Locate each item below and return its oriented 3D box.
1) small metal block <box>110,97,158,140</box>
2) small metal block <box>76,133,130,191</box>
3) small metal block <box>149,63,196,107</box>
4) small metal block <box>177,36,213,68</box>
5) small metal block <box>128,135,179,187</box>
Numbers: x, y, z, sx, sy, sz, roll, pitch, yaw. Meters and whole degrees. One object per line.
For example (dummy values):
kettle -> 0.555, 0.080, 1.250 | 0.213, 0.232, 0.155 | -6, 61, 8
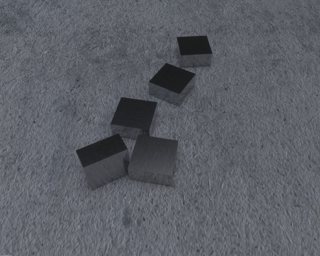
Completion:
small metal block -> -0.033, -0.012, 0.413 | 0.050, 0.025, 0.050 | 9, 51, 7
small metal block -> -0.063, 0.039, 0.353 | 0.050, 0.050, 0.025 | -23, 53, -18
small metal block -> 0.018, -0.065, 0.458 | 0.050, 0.025, 0.050 | 25, 54, 19
small metal block -> 0.055, -0.126, 0.509 | 0.050, 0.025, 0.050 | -4, 50, -3
small metal block -> -0.007, 0.038, 0.371 | 0.050, 0.025, 0.050 | 8, 50, 6
